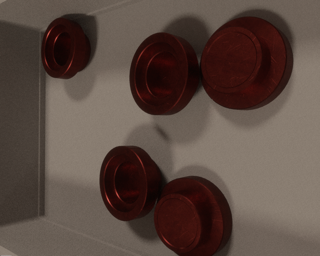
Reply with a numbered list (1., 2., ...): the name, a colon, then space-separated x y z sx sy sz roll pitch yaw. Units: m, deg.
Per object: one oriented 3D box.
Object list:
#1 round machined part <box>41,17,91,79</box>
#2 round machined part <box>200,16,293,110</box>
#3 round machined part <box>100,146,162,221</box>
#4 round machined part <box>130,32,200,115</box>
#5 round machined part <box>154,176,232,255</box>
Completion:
1. round machined part: -0.154 -0.130 0.520 0.098 0.042 0.097 0 90 39
2. round machined part: 0.083 -0.068 0.326 0.098 0.042 0.097 0 90 39
3. round machined part: -0.036 0.073 0.420 0.098 0.042 0.097 -2 87 44
4. round machined part: 0.010 -0.064 0.382 0.098 0.042 0.097 1 91 44
5. round machined part: 0.032 0.108 0.368 0.098 0.042 0.097 0 90 39
